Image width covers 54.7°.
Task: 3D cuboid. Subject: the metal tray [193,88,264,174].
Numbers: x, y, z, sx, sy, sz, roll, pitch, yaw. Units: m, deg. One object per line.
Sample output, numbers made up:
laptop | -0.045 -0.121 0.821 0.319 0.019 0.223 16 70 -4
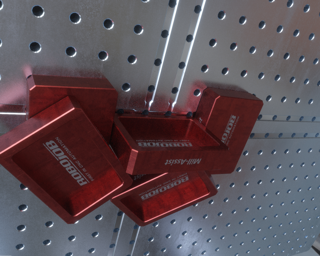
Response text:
metal tray | 0.090 0.009 0.463 0.091 0.030 0.129 3 117 -30

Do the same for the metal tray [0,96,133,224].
metal tray | -0.098 0.040 0.339 0.090 0.030 0.130 -33 130 -7

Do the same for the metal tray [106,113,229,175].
metal tray | 0.008 0.017 0.384 0.131 0.090 0.030 1 118 -30

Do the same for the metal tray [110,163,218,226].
metal tray | 0.006 0.086 0.442 0.130 0.030 0.090 -26 131 10

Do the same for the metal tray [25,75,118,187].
metal tray | -0.105 0.007 0.356 0.091 0.030 0.129 -1 120 -28
